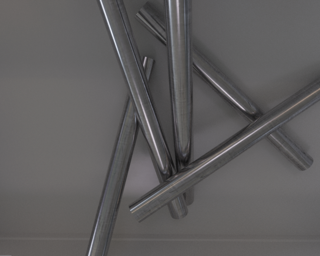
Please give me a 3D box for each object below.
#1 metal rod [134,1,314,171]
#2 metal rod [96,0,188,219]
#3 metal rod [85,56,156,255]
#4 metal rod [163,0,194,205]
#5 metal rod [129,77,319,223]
[{"bbox_3d":[0.090,-0.044,0.395,0.300,0.025,0.025,40,105,-14],"label":"metal rod"},{"bbox_3d":[-0.014,-0.012,0.362,0.025,0.025,0.298,-15,116,5],"label":"metal rod"},{"bbox_3d":[-0.053,0.060,0.373,0.025,0.025,0.299,14,86,-5],"label":"metal rod"},{"bbox_3d":[0.026,-0.011,0.356,0.025,0.025,0.298,-5,130,1],"label":"metal rod"},{"bbox_3d":[0.094,0.020,0.380,0.301,0.025,0.025,-34,107,-3],"label":"metal rod"}]
